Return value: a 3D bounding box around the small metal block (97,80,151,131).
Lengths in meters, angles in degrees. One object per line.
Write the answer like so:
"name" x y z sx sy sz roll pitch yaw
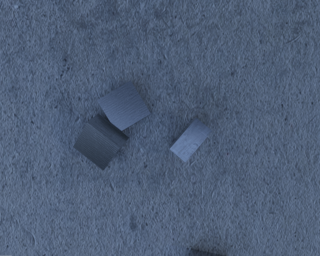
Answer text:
"small metal block" -0.046 -0.027 0.409 0.050 0.025 0.050 -31 90 0

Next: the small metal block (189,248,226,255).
"small metal block" 0.061 0.194 0.410 0.050 0.025 0.050 12 90 0

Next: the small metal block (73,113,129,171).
"small metal block" -0.076 0.018 0.397 0.050 0.025 0.050 38 126 0

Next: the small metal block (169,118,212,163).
"small metal block" 0.037 0.014 0.398 0.025 0.050 0.050 40 90 0
